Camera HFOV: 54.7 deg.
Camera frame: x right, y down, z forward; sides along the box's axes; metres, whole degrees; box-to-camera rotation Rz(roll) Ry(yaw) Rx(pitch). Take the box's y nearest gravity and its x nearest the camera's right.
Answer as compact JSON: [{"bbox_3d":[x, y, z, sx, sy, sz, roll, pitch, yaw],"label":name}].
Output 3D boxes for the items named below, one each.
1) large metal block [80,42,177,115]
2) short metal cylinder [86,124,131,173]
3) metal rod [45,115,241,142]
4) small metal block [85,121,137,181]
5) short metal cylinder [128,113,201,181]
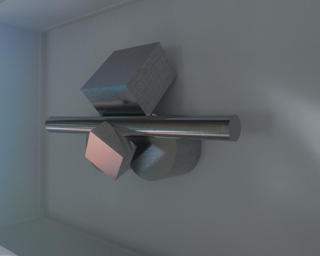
[{"bbox_3d":[-0.038,-0.059,0.391,0.080,0.050,0.080,1,48,39],"label":"large metal block"},{"bbox_3d":[-0.059,0.021,0.435,0.080,0.050,0.079,0,90,39],"label":"short metal cylinder"},{"bbox_3d":[-0.048,-0.003,0.377,0.300,0.025,0.025,1,91,39],"label":"metal rod"},{"bbox_3d":[-0.060,0.028,0.373,0.050,0.025,0.050,37,136,13],"label":"small metal block"},{"bbox_3d":[0.003,0.022,0.385,0.080,0.050,0.079,0,90,39],"label":"short metal cylinder"}]
